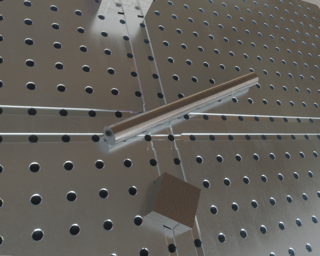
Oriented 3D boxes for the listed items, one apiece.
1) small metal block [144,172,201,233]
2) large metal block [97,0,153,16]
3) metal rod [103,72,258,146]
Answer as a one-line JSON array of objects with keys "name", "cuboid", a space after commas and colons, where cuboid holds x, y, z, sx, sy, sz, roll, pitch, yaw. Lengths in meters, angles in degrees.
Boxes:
[{"name": "small metal block", "cuboid": [0.016, 0.087, 0.363, 0.050, 0.025, 0.050, 27, 52, -11]}, {"name": "large metal block", "cuboid": [-0.060, -0.235, 0.503, 0.081, 0.050, 0.080, -2, 63, -29]}, {"name": "metal rod", "cuboid": [0.051, -0.039, 0.459, 0.302, 0.025, 0.025, -23, 75, -36]}]
